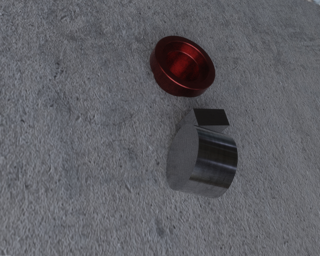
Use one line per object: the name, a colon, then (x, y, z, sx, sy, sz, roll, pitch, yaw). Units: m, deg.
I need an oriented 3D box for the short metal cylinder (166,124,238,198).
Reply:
short metal cylinder: (0.048, 0.040, 0.370, 0.050, 0.080, 0.080, 16, 55, -19)

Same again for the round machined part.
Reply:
round machined part: (0.029, -0.086, 0.461, 0.099, 0.042, 0.098, 14, 56, -21)

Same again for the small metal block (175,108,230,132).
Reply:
small metal block: (0.057, -0.003, 0.420, 0.050, 0.050, 0.025, -1, 62, -29)
